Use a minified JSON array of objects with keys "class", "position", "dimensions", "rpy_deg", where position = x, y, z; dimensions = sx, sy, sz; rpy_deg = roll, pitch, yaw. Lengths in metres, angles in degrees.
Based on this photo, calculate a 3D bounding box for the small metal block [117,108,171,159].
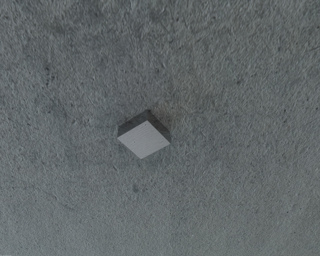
[{"class":"small metal block","position":[-0.021,0.009,0.416],"dimensions":[0.050,0.025,0.050],"rpy_deg":[-30,125,22]}]
